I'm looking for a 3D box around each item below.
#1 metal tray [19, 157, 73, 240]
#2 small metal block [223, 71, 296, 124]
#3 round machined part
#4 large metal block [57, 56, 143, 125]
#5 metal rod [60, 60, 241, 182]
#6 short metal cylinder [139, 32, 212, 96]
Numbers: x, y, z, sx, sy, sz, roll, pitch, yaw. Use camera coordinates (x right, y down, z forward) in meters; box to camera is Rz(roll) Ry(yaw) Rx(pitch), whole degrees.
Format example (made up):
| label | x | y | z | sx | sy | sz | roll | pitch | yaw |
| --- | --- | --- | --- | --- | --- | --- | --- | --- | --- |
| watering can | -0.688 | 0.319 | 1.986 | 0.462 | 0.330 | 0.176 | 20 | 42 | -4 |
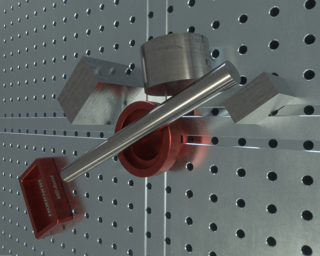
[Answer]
| label | x | y | z | sx | sy | sz | roll | pitch | yaw |
| --- | --- | --- | --- | --- | --- | --- | --- | --- | --- |
| metal tray | -0.219 | 0.132 | 0.587 | 0.090 | 0.030 | 0.130 | -40 | 66 | 32 |
| small metal block | 0.100 | -0.028 | 0.311 | 0.050 | 0.050 | 0.025 | -40 | 66 | 33 |
| round machined part | -0.012 | 0.014 | 0.408 | 0.098 | 0.042 | 0.097 | 0 | 90 | 40 |
| large metal block | -0.086 | -0.050 | 0.445 | 0.080 | 0.081 | 0.050 | -49 | 61 | 29 |
| metal rod | -0.035 | 0.008 | 0.383 | 0.299 | 0.025 | 0.025 | -31 | 71 | 35 |
| short metal cylinder | 0.019 | -0.070 | 0.358 | 0.080 | 0.081 | 0.050 | -12 | 83 | 39 |
